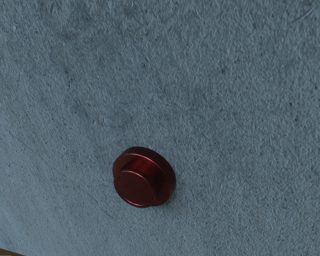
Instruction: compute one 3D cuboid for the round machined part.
[{"bbox_3d":[-0.029,0.080,0.461,0.098,0.042,0.097,13,124,21],"label":"round machined part"}]
